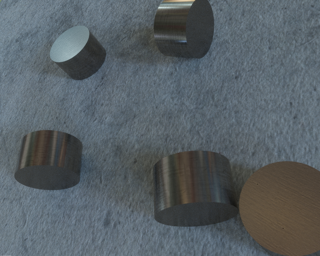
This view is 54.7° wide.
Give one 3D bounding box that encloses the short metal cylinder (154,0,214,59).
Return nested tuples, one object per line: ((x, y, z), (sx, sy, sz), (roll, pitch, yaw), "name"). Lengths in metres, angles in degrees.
((0.035, -0.140, 0.435), (0.050, 0.080, 0.080), (13, 68, 33), "short metal cylinder")

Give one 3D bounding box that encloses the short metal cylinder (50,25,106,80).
((-0.142, -0.131, 0.540), (0.080, 0.050, 0.080), (-13, 56, 20), "short metal cylinder")

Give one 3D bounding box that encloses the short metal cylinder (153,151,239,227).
((0.034, 0.063, 0.311), (0.080, 0.080, 0.050), (-16, 56, 19), "short metal cylinder")

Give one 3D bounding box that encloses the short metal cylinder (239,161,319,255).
((0.117, 0.076, 0.279), (0.080, 0.050, 0.080), (-13, 56, 20), "short metal cylinder")

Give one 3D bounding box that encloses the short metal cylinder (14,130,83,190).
((-0.147, 0.045, 0.416), (0.080, 0.080, 0.050), (-17, 55, 18), "short metal cylinder")
